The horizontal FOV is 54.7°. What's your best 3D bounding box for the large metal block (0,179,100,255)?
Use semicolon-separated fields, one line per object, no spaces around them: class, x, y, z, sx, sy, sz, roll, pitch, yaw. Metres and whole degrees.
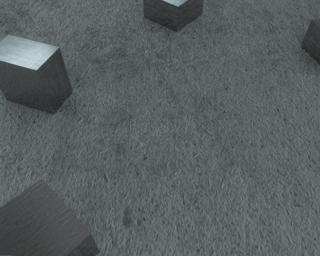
large metal block;-0.118;0.110;0.294;0.080;0.050;0.080;37;59;27

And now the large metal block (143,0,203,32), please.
large metal block;0.026;-0.235;0.584;0.080;0.050;0.080;32;57;24

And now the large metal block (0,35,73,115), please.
large metal block;-0.177;-0.073;0.427;0.080;0.080;0.050;16;52;13

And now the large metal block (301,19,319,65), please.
large metal block;0.296;-0.139;0.506;0.081;0.050;0.080;-13;51;-11
